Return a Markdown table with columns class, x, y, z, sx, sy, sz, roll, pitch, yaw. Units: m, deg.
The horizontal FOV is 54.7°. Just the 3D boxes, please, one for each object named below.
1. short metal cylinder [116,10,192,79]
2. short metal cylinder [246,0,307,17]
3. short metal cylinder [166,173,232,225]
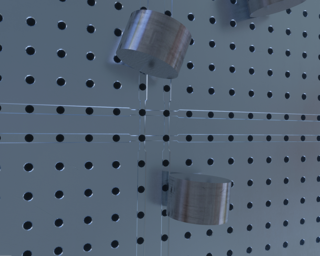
| class | x | y | z | sx | sy | sz | roll | pitch | yaw |
| --- | --- | --- | --- | --- | --- | --- | --- | --- | --- |
| short metal cylinder | -0.007 | -0.100 | 0.381 | 0.080 | 0.080 | 0.050 | 22 | 83 | -19 |
| short metal cylinder | 0.165 | -0.198 | 0.446 | 0.081 | 0.080 | 0.050 | -15 | 96 | -20 |
| short metal cylinder | 0.050 | 0.090 | 0.403 | 0.081 | 0.080 | 0.050 | 6 | 88 | -20 |
